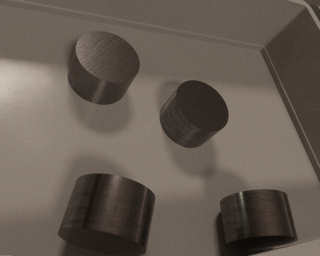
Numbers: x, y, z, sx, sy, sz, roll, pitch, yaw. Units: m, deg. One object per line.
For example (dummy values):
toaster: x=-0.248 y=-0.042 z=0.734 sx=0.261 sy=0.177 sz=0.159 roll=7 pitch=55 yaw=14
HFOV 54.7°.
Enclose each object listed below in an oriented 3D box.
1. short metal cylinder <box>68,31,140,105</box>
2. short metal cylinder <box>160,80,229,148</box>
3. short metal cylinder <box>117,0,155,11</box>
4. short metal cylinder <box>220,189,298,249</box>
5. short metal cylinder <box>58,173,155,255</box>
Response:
short metal cylinder: x=-0.073 y=-0.077 z=0.398 sx=0.081 sy=0.050 sz=0.080 roll=14 pitch=56 yaw=-21
short metal cylinder: x=0.047 y=-0.019 z=0.428 sx=0.081 sy=0.050 sz=0.080 roll=14 pitch=56 yaw=-21
short metal cylinder: x=-0.039 y=-0.247 z=0.523 sx=0.081 sy=0.050 sz=0.080 roll=14 pitch=56 yaw=-21
short metal cylinder: x=0.115 y=0.110 z=0.367 sx=0.081 sy=0.080 sz=0.050 roll=12 pitch=57 yaw=-22
short metal cylinder: x=-0.048 y=0.084 z=0.294 sx=0.080 sy=0.080 sz=0.050 roll=22 pitch=54 yaw=-16
